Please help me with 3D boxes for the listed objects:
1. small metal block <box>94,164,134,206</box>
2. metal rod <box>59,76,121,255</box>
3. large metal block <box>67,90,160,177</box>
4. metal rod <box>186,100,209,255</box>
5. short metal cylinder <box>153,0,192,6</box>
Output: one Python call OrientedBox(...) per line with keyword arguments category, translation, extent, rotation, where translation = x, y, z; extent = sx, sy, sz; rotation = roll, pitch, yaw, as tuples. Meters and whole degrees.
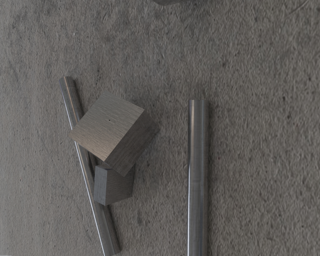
OrientedBox(category="small metal block", translation=(-0.065, 0.077, 0.440), extent=(0.025, 0.050, 0.050), rotation=(13, 103, 39))
OrientedBox(category="metal rod", translation=(-0.117, 0.053, 0.501), extent=(0.025, 0.025, 0.299), rotation=(-30, 72, 36))
OrientedBox(category="large metal block", translation=(-0.061, 0.006, 0.416), extent=(0.080, 0.050, 0.080), rotation=(28, 74, 36))
OrientedBox(category="metal rod", translation=(0.044, 0.117, 0.368), extent=(0.025, 0.025, 0.298), rotation=(1, 91, 40))
OrientedBox(category="short metal cylinder", translation=(0.020, -0.186, 0.353), extent=(0.050, 0.081, 0.079), rotation=(6, 94, 40))
